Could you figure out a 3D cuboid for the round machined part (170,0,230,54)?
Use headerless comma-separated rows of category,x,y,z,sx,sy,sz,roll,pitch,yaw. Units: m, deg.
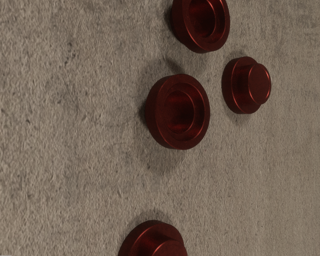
round machined part,0.053,-0.155,0.440,0.099,0.042,0.097,0,90,-40

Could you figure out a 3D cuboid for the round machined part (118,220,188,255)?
round machined part,-0.003,0.171,0.394,0.099,0.042,0.097,0,90,-40

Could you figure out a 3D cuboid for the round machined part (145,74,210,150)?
round machined part,0.019,-0.021,0.411,0.099,0.042,0.097,0,90,-40

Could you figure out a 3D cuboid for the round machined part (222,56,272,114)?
round machined part,0.152,-0.072,0.524,0.099,0.042,0.097,0,90,-40
